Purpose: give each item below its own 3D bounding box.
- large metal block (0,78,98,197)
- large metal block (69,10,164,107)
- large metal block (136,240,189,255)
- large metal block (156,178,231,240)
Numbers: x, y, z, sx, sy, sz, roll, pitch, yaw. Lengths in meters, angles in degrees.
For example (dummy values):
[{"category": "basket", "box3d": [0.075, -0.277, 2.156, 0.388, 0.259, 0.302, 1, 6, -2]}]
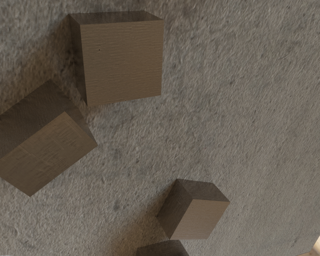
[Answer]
[{"category": "large metal block", "box3d": [-0.120, 0.006, 0.311, 0.080, 0.080, 0.050, -38, 130, -3]}, {"category": "large metal block", "box3d": [-0.044, -0.074, 0.321, 0.081, 0.050, 0.079, -12, 124, -23]}, {"category": "large metal block", "box3d": [0.001, 0.250, 0.548, 0.081, 0.050, 0.079, -3, 120, -27]}, {"category": "large metal block", "box3d": [0.053, 0.133, 0.505, 0.081, 0.050, 0.079, 13, 111, -34]}]
